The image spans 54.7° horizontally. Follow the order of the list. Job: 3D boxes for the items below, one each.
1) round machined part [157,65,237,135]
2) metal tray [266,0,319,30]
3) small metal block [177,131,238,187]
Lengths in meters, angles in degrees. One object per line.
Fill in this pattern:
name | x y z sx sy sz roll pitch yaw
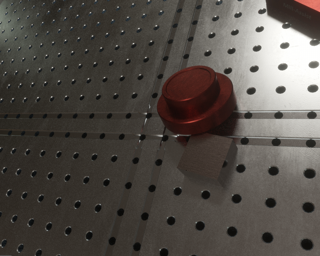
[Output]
round machined part | 0.041 -0.041 0.384 0.098 0.042 0.098 -16 39 14
metal tray | 0.214 -0.182 0.405 0.090 0.030 0.130 -39 51 1
small metal block | 0.055 0.035 0.357 0.050 0.025 0.050 13 68 33
